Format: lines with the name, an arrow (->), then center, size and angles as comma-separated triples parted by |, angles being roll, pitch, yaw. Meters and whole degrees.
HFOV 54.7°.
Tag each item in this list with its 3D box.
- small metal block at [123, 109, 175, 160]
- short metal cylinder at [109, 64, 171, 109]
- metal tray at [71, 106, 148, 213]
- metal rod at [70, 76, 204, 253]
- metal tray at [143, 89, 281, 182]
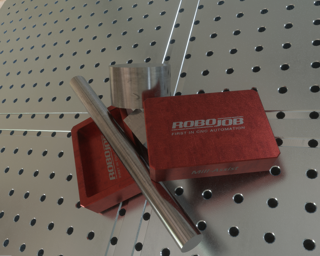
small metal block -> -0.013, 0.008, 0.388 | 0.025, 0.050, 0.050 | -42, 51, 0
short metal cylinder -> -0.026, -0.058, 0.409 | 0.080, 0.081, 0.050 | 9, 108, 32
metal tray -> -0.067, 0.035, 0.414 | 0.090, 0.030, 0.130 | -28, 52, 10
metal rod -> -0.048, 0.019, 0.378 | 0.025, 0.025, 0.300 | -41, 51, 0
metal tray -> 0.051, 0.006, 0.337 | 0.131, 0.030, 0.090 | -5, 56, -4
